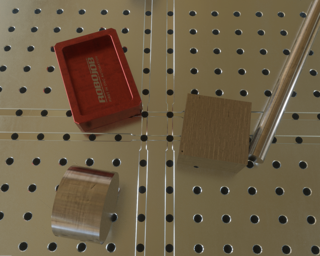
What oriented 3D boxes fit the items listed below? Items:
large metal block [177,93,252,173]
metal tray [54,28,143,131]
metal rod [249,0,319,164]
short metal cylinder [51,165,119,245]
[{"bbox_3d":[0.068,0.008,0.396,0.080,0.050,0.080,9,70,3],"label":"large metal block"},{"bbox_3d":[-0.086,-0.070,0.433,0.091,0.030,0.130,-18,71,-7],"label":"metal tray"},{"bbox_3d":[0.190,-0.085,0.443,0.025,0.025,0.300,26,72,9],"label":"metal rod"},{"bbox_3d":[-0.081,0.085,0.351,0.050,0.080,0.080,9,70,3],"label":"short metal cylinder"}]
